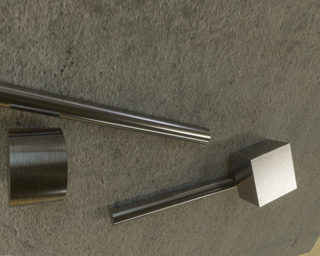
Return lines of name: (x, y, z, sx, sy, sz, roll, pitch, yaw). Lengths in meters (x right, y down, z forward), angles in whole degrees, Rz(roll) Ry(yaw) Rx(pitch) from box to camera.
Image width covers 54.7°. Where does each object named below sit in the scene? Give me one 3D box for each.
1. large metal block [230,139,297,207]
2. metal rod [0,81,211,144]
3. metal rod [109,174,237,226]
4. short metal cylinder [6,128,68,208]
large metal block: (0.171, 0.071, 0.511, 0.081, 0.050, 0.080, -19, 103, -21)
metal rod: (-0.058, -0.013, 0.367, 0.302, 0.025, 0.025, 11, 113, -34)
metal rod: (0.066, 0.103, 0.509, 0.303, 0.025, 0.025, -11, 123, -23)
short metal cylinder: (-0.131, 0.040, 0.325, 0.050, 0.080, 0.079, -1, 119, -28)
